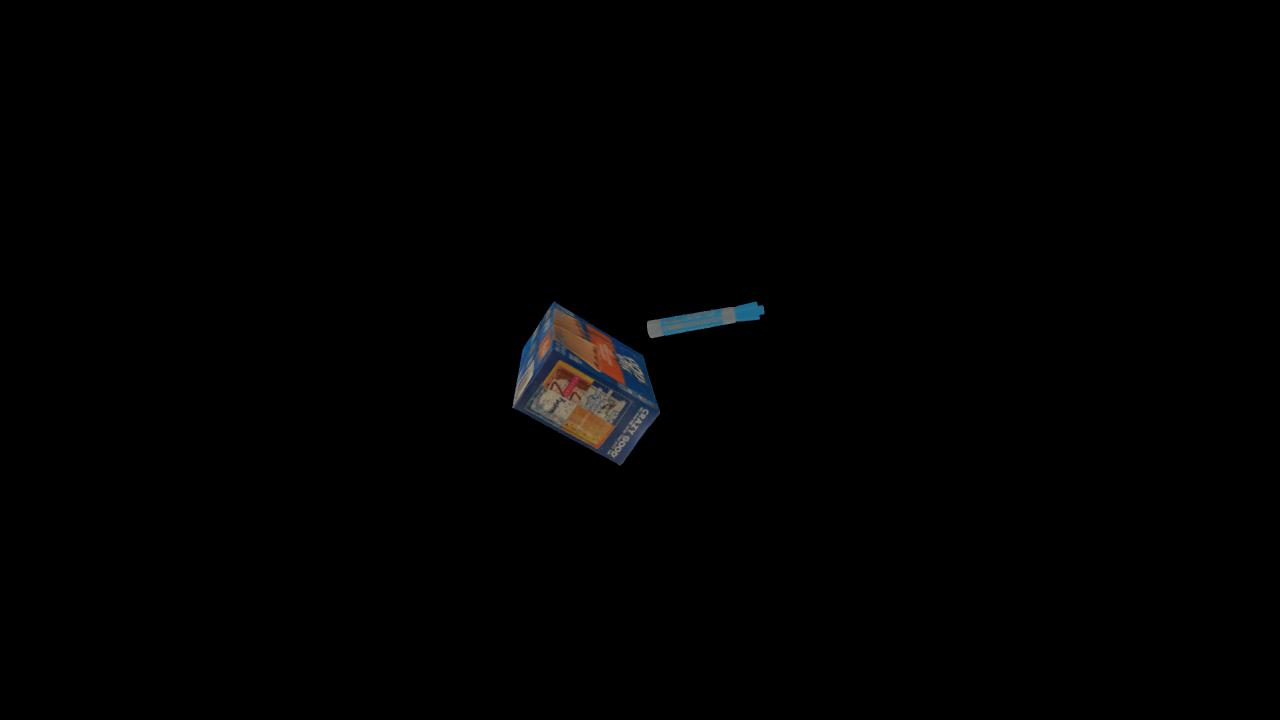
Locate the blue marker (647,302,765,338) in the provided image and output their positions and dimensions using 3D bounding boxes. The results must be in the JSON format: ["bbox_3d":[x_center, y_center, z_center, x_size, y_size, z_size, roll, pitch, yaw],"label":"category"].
[{"bbox_3d":[0.067,-0.042,0.635,0.121,0.020,0.020,-9,-2,15],"label":"blue marker"}]

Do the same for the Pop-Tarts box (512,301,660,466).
[{"bbox_3d":[-0.064,0.021,0.726,0.141,0.083,0.167,32,16,-17],"label":"Pop-Tarts box"}]
